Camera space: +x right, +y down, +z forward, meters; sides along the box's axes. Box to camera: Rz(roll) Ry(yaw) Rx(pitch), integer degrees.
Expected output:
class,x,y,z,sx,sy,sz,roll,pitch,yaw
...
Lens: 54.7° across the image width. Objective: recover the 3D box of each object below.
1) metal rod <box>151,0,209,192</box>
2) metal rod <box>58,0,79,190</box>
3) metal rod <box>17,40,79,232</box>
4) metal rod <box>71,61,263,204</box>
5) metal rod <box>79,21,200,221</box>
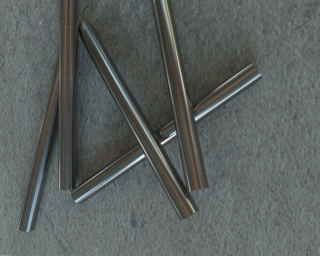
class,x,y,z,sx,sy,sz,roll,pitch,yaw
metal rod,0.017,-0.074,0.382,0.025,0.025,0.299,-14,78,19
metal rod,-0.130,-0.060,0.437,0.025,0.025,0.298,5,98,19
metal rod,-0.169,0.012,0.466,0.025,0.025,0.298,17,95,19
metal rod,-0.002,0.015,0.409,0.300,0.025,0.025,-36,79,16
metal rod,-0.038,-0.023,0.400,0.025,0.025,0.299,-36,71,16
